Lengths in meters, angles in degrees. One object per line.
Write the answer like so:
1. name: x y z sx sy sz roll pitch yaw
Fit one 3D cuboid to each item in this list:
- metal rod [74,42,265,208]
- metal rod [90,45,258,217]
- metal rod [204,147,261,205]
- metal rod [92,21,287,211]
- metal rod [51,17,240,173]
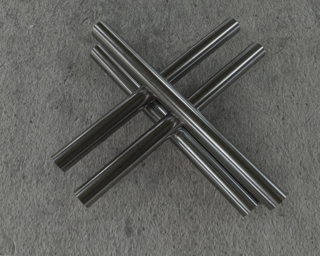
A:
1. metal rod: 0.022 -0.013 0.388 0.301 0.025 0.025 -40 75 -14
2. metal rod: 0.009 -0.006 0.411 0.025 0.025 0.300 -40 75 -13
3. metal rod: 0.030 -0.019 0.417 0.025 0.025 0.300 -40 75 -13
4. metal rod: 0.023 -0.025 0.365 0.025 0.025 0.300 -41 75 -14
5. metal rod: -0.009 -0.051 0.401 0.301 0.025 0.025 -40 75 -14
